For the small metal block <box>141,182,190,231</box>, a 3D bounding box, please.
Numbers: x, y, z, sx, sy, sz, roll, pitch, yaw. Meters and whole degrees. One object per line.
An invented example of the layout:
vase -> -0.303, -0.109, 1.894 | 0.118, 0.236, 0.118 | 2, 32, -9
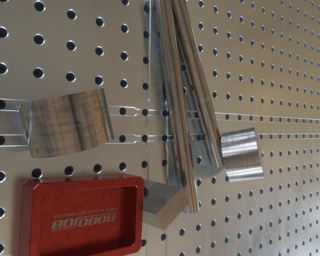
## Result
small metal block -> 0.000, 0.098, 0.395 | 0.050, 0.050, 0.025 | -38, 114, -34

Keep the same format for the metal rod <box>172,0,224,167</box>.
metal rod -> 0.052, -0.081, 0.454 | 0.025, 0.025, 0.298 | -28, 108, -37

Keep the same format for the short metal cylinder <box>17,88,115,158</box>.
short metal cylinder -> -0.089, -0.007, 0.300 | 0.081, 0.080, 0.050 | -18, 102, -39

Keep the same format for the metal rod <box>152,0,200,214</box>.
metal rod -> 0.024, -0.027, 0.430 | 0.025, 0.025, 0.298 | -14, 99, -39

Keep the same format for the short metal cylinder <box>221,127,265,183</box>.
short metal cylinder -> 0.130, 0.042, 0.482 | 0.080, 0.050, 0.080 | -12, 90, -71

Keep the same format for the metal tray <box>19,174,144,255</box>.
metal tray -> -0.080, 0.100, 0.340 | 0.131, 0.030, 0.089 | 4, 88, -40
